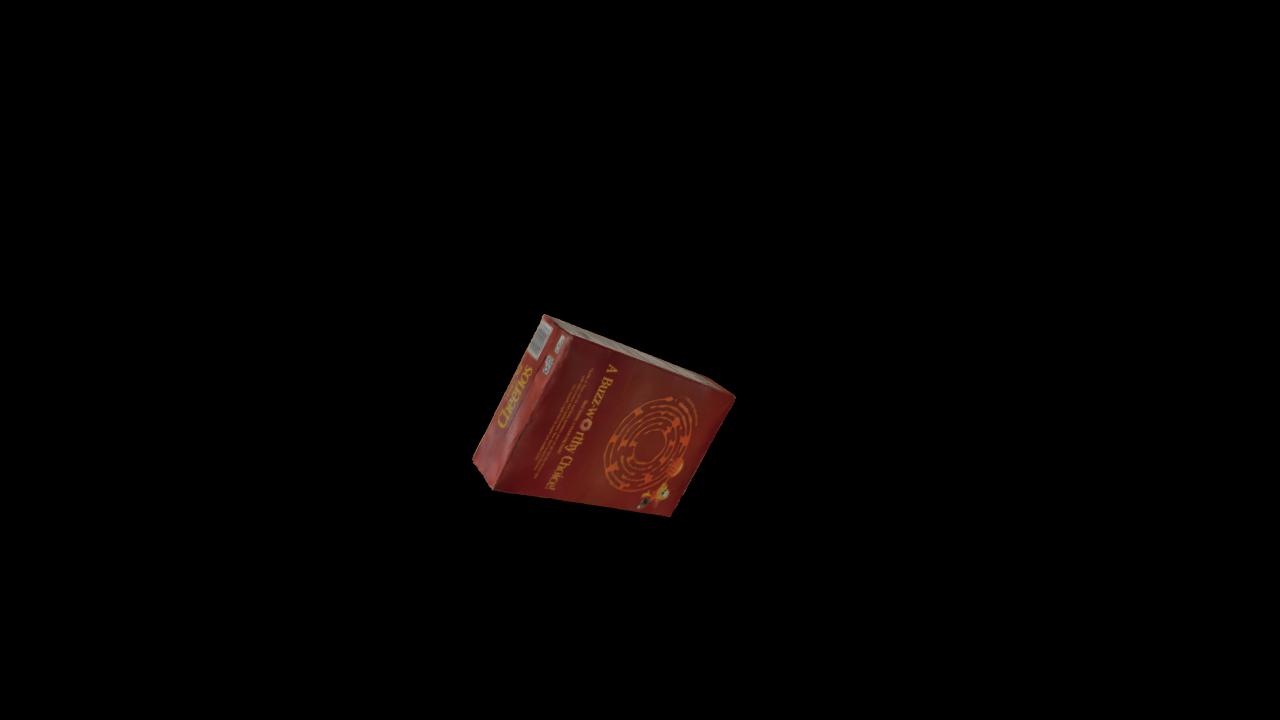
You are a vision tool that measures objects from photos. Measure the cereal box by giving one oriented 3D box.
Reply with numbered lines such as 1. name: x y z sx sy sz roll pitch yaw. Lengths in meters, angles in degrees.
1. cereal box: -0.033 0.086 0.794 0.306 0.203 0.081 20 11 -42
